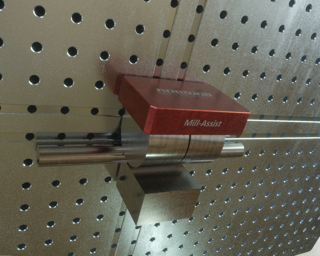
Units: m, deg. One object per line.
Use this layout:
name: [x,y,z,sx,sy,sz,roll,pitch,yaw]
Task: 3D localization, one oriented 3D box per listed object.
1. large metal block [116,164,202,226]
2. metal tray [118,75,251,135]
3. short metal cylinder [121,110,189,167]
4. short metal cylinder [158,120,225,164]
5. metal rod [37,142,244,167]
large metal block: [-0.005,0.079,0.417,0.081,0.080,0.050,1,118,-29]
metal tray: [0.027,-0.026,0.363,0.131,0.090,0.030,1,118,-29]
short metal cylinder: [-0.008,0.006,0.371,0.050,0.080,0.079,0,118,-29]
short metal cylinder: [0.038,0.006,0.397,0.050,0.080,0.079,2,118,-29]
metal rod: [-0.006,0.033,0.424,0.303,0.025,0.025,1,118,-29]
